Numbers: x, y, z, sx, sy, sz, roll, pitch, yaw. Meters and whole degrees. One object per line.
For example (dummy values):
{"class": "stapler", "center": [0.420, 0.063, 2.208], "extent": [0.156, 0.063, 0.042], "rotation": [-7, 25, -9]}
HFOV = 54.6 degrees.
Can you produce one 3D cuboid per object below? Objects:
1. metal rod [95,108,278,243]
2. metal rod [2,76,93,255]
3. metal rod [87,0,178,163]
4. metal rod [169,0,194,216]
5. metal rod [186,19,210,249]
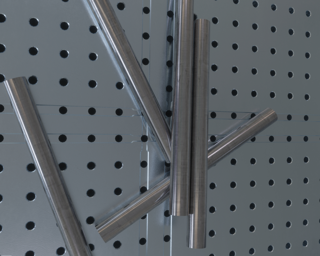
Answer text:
{"class": "metal rod", "center": [0.048, 0.056, 0.429], "extent": [0.301, 0.025, 0.025], "rotation": [-32, 101, -17]}
{"class": "metal rod", "center": [-0.119, 0.086, 0.368], "extent": [0.025, 0.025, 0.299], "rotation": [-21, 97, -19]}
{"class": "metal rod", "center": [-0.044, -0.091, 0.395], "extent": [0.025, 0.025, 0.299], "rotation": [-29, 100, -18]}
{"class": "metal rod", "center": [0.029, -0.041, 0.404], "extent": [0.025, 0.025, 0.299], "rotation": [5, 81, -20]}
{"class": "metal rod", "center": [0.051, 0.001, 0.411], "extent": [0.025, 0.025, 0.299], "rotation": [6, 81, -20]}
